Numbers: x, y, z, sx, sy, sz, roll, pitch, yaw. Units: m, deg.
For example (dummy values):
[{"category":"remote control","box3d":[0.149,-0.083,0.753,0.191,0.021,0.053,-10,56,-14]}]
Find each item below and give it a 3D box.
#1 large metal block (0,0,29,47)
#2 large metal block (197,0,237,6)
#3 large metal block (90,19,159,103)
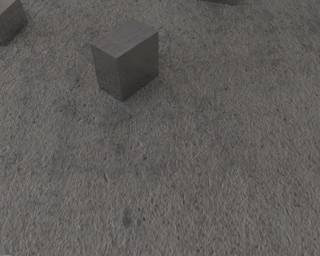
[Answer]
[{"category":"large metal block","box3d":[-0.297,-0.193,0.547,0.080,0.050,0.080,10,51,8]},{"category":"large metal block","box3d":[0.123,-0.300,0.621,0.080,0.080,0.050,12,51,10]},{"category":"large metal block","box3d":[-0.047,-0.097,0.449,0.050,0.080,0.080,33,58,25]}]
